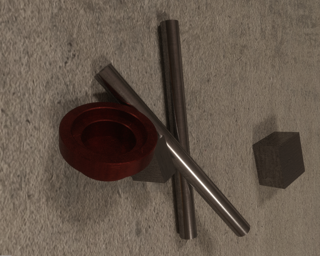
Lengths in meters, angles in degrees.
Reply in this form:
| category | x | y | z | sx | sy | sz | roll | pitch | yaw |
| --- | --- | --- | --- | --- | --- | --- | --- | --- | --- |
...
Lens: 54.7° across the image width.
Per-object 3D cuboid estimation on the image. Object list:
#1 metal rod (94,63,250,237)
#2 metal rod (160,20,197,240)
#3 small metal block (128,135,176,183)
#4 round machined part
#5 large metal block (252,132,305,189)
| category | x | y | z | sx | sy | sz | roll | pitch | yaw |
| --- | --- | --- | --- | --- | --- | --- | --- | --- | --- |
| metal rod | 0.027 | 0.041 | 0.401 | 0.300 | 0.025 | 0.025 | 49 | 61 | -19 |
| metal rod | 0.026 | 0.006 | 0.428 | 0.025 | 0.025 | 0.298 | -9 | 96 | -40 |
| small metal block | -0.015 | 0.037 | 0.374 | 0.025 | 0.050 | 0.050 | -38 | 117 | -46 |
| round machined part | -0.055 | 0.017 | 0.326 | 0.099 | 0.098 | 0.042 | -21 | 140 | -38 |
| large metal block | 0.224 | 0.057 | 0.580 | 0.081 | 0.050 | 0.079 | -23 | 105 | -38 |
